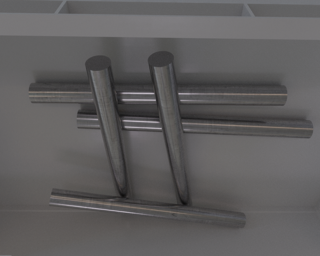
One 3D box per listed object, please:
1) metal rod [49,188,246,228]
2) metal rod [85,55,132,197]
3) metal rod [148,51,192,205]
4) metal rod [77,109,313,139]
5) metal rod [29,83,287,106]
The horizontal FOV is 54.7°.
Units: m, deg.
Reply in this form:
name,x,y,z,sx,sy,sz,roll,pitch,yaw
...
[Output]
name,x,y,z,sx,sy,sz,roll,pitch,yaw
metal rod,-0.010,0.125,0.474,0.302,0.025,0.025,10,129,-13
metal rod,-0.058,0.036,0.412,0.025,0.025,0.298,-1,139,0
metal rod,0.021,0.031,0.406,0.025,0.025,0.299,-6,139,5
metal rod,0.047,-0.005,0.405,0.302,0.025,0.025,3,130,-3
metal rod,-0.001,-0.041,0.374,0.302,0.025,0.025,0,130,-1
